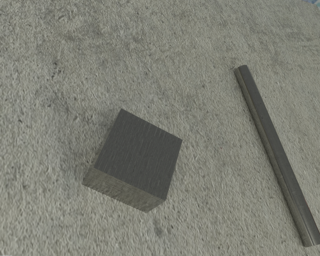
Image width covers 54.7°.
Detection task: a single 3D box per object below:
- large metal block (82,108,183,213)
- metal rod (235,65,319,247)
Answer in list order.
[{"bbox_3d":[-0.029,0.038,0.350,0.080,0.050,0.080,28,52,-11],"label":"large metal block"},{"bbox_3d":[0.178,0.028,0.484,0.025,0.025,0.299,0,62,-29],"label":"metal rod"}]
